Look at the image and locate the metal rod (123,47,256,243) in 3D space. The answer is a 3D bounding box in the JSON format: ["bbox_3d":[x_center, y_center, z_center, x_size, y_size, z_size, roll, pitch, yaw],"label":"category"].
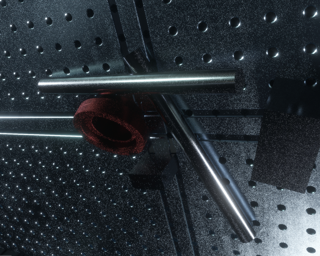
[{"bbox_3d":[0.045,0.032,0.405,0.025,0.025,0.299,-23,106,36],"label":"metal rod"}]

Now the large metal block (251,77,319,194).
[{"bbox_3d":[0.129,0.004,0.310,0.050,0.080,0.079,13,124,21],"label":"large metal block"}]

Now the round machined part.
[{"bbox_3d":[-0.060,-0.008,0.411,0.098,0.042,0.098,14,147,10],"label":"round machined part"}]

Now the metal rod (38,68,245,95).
[{"bbox_3d":[-0.048,-0.053,0.373,0.300,0.025,0.025,5,121,36],"label":"metal rod"}]

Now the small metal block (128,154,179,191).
[{"bbox_3d":[-0.008,0.061,0.436,0.050,0.050,0.025,-3,117,29],"label":"small metal block"}]
